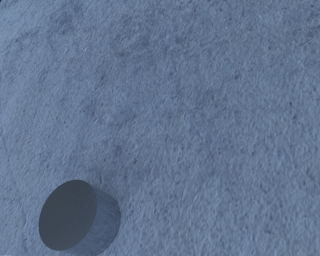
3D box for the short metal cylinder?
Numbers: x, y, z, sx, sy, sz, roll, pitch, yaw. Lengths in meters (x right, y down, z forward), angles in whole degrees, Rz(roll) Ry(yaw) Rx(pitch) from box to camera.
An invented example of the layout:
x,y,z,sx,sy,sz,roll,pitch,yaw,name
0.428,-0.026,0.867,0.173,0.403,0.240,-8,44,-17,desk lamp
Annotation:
x,y,z,sx,sy,sz,roll,pitch,yaw,name
-0.095,0.108,0.370,0.080,0.050,0.080,-13,56,20,short metal cylinder
